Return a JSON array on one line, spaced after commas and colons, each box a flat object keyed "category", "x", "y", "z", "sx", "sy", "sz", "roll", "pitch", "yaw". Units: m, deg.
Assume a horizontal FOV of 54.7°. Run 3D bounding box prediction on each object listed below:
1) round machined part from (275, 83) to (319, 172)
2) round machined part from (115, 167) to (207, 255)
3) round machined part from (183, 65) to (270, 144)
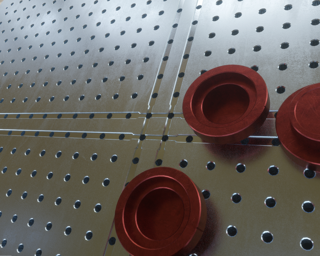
[{"category": "round machined part", "x": 0.169, "y": -0.008, "z": 0.313, "sx": 0.098, "sy": 0.042, "sz": 0.098, "roll": -13, "pitch": 56, "yaw": 20}, {"category": "round machined part", "x": 0.004, "y": 0.095, "z": 0.336, "sx": 0.098, "sy": 0.042, "sz": 0.098, "roll": -13, "pitch": 56, "yaw": 20}, {"category": "round machined part", "x": 0.080, "y": -0.024, "z": 0.369, "sx": 0.098, "sy": 0.042, "sz": 0.098, "roll": -13, "pitch": 56, "yaw": 20}]
